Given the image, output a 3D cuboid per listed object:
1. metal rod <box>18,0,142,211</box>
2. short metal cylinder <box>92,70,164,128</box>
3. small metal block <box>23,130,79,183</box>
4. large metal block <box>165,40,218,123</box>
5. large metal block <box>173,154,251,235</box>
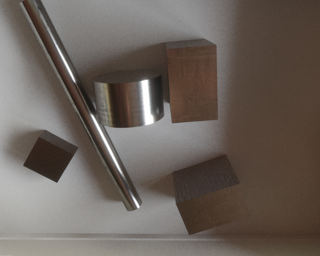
[{"bbox_3d":[-0.094,-0.016,0.403,0.025,0.025,0.299,-21,109,7],"label":"metal rod"},{"bbox_3d":[-0.037,-0.037,0.368,0.081,0.080,0.050,-4,110,1],"label":"short metal cylinder"},{"bbox_3d":[-0.149,0.039,0.424,0.050,0.025,0.050,31,107,-11],"label":"small metal block"},{"bbox_3d":[0.035,-0.058,0.361,0.050,0.080,0.079,-5,110,1],"label":"large metal block"},{"bbox_3d":[0.065,0.086,0.415,0.080,0.080,0.050,-19,109,6],"label":"large metal block"}]
